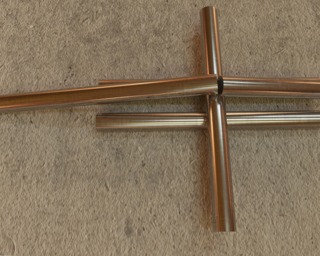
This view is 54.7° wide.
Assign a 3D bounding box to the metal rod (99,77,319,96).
[{"bbox_3d":[0.068,-0.056,0.430,0.302,0.025,0.025,-1,70,-1],"label":"metal rod"}]

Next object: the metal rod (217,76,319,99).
[{"bbox_3d":[0.221,-0.049,0.404,0.302,0.025,0.025,1,70,-11],"label":"metal rod"}]

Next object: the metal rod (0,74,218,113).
[{"bbox_3d":[-0.080,-0.042,0.397,0.302,0.025,0.025,-4,70,8],"label":"metal rod"}]

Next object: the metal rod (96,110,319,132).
[{"bbox_3d":[0.068,-0.010,0.413,0.302,0.025,0.025,-1,70,-1],"label":"metal rod"}]

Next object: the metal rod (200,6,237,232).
[{"bbox_3d":[0.071,-0.026,0.393,0.025,0.025,0.299,0,70,-1],"label":"metal rod"}]
